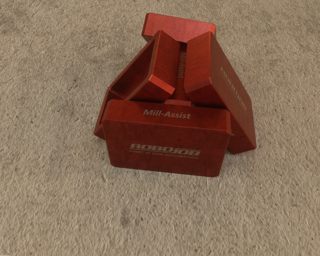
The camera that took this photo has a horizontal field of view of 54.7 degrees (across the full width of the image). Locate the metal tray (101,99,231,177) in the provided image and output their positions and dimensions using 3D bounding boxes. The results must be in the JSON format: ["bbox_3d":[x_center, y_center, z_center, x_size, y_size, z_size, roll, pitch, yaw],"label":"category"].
[{"bbox_3d":[0.007,0.014,0.350,0.131,0.089,0.030,5,51,4],"label":"metal tray"}]

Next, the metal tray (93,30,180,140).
[{"bbox_3d":[-0.030,-0.047,0.381,0.030,0.129,0.090,30,46,-24],"label":"metal tray"}]

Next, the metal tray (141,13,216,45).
[{"bbox_3d":[0.034,-0.123,0.448,0.090,0.130,0.030,14,93,11],"label":"metal tray"}]

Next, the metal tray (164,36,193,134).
[{"bbox_3d":[0.026,-0.047,0.401,0.030,0.089,0.130,6,50,4],"label":"metal tray"}]

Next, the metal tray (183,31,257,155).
[{"bbox_3d":[0.076,-0.039,0.374,0.030,0.130,0.090,-19,44,29],"label":"metal tray"}]
